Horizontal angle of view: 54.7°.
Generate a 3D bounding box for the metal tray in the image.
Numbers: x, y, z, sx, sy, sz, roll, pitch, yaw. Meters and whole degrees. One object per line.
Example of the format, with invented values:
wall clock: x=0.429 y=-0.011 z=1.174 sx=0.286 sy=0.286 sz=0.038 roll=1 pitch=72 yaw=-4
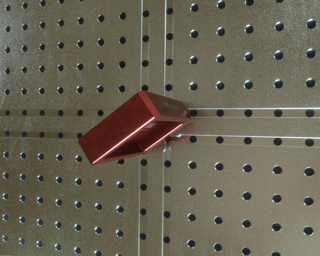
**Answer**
metal tray: x=-0.022 y=0.001 z=0.364 sx=0.090 sy=0.130 sz=0.030 roll=-36 pitch=78 yaw=16
